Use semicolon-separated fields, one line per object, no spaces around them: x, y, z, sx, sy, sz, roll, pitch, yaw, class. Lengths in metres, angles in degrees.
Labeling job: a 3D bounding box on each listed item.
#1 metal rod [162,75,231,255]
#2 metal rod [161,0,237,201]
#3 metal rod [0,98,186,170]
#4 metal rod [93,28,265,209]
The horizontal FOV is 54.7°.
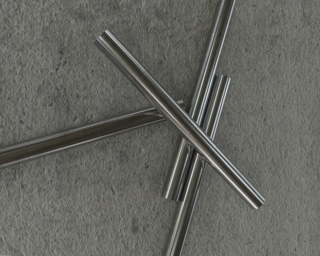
0.046;0.071;0.425;0.025;0.025;0.299;19;84;-19;metal rod
0.056;-0.048;0.429;0.025;0.025;0.299;19;84;-19;metal rod
-0.108;0.013;0.369;0.302;0.025;0.025;-17;96;-19;metal rod
0.034;-0.001;0.393;0.300;0.025;0.025;46;76;-14;metal rod
